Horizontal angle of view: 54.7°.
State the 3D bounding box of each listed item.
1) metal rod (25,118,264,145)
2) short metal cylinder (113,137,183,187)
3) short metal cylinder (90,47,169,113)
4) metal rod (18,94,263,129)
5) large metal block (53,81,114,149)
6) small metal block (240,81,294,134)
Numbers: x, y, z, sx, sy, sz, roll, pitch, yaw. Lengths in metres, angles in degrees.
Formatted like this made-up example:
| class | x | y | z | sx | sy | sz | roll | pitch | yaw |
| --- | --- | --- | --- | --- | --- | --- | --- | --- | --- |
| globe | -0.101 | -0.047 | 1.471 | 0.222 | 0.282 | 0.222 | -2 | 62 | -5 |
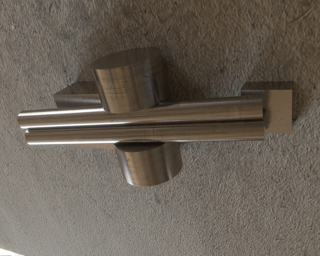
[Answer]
| class | x | y | z | sx | sy | sz | roll | pitch | yaw |
| --- | --- | --- | --- | --- | --- | --- | --- | --- | --- |
| metal rod | -0.034 | 0.006 | 0.372 | 0.301 | 0.025 | 0.025 | -2 | 118 | 20 |
| short metal cylinder | -0.014 | 0.031 | 0.399 | 0.080 | 0.080 | 0.050 | 2 | 119 | 27 |
| short metal cylinder | -0.034 | -0.057 | 0.355 | 0.080 | 0.080 | 0.050 | 2 | 119 | 27 |
| metal rod | -0.039 | -0.016 | 0.361 | 0.301 | 0.025 | 0.025 | -2 | 118 | 20 |
| large metal block | -0.087 | -0.019 | 0.427 | 0.080 | 0.050 | 0.080 | 2 | 119 | 27 |
| small metal block | 0.116 | -0.023 | 0.333 | 0.050 | 0.025 | 0.050 | 3 | 120 | 27 |
